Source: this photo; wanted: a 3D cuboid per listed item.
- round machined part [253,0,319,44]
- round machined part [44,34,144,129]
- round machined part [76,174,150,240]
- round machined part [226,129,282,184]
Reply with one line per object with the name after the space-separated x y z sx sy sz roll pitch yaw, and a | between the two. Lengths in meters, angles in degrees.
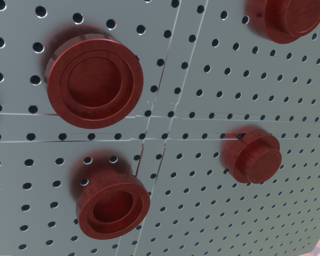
0.173 -0.156 0.397 0.099 0.042 0.097 -14 124 -21 | round machined part
-0.071 -0.051 0.329 0.099 0.042 0.097 -14 124 -21 | round machined part
-0.066 0.102 0.426 0.099 0.042 0.097 -14 124 -21 | round machined part
0.164 0.055 0.523 0.099 0.042 0.097 -14 124 -21 | round machined part
